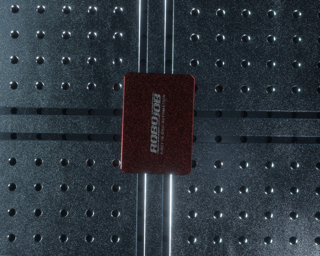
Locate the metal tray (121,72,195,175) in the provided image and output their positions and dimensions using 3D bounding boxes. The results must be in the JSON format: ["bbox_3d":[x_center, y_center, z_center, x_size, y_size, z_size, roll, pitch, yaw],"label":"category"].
[{"bbox_3d":[-0.003,-0.006,0.410,0.091,0.030,0.129,2,90,-1],"label":"metal tray"}]
